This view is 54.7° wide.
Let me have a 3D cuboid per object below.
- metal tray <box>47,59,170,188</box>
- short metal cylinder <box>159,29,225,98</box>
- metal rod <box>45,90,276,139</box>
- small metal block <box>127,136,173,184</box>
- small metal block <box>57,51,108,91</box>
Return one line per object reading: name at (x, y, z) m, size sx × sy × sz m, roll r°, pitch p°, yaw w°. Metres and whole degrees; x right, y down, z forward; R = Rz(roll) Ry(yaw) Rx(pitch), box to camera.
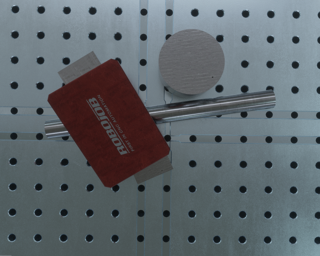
metal tray at (-0.058, -0.005, 0.371) m, size 0.090 × 0.030 × 0.130 m, roll -31°, pitch 102°, yaw 0°
short metal cylinder at (0.038, -0.081, 0.401) m, size 0.081 × 0.050 × 0.079 m, roll 0°, pitch 90°, yaw -1°
metal rod at (0.001, -0.019, 0.413) m, size 0.302 × 0.025 × 0.025 m, roll -8°, pitch 90°, yaw -1°
small metal block at (-0.016, 0.040, 0.412) m, size 0.050 × 0.025 × 0.050 m, roll -23°, pitch 90°, yaw -1°
small metal block at (-0.096, -0.070, 0.399) m, size 0.050 × 0.050 × 0.025 m, roll -32°, pitch 90°, yaw 0°
